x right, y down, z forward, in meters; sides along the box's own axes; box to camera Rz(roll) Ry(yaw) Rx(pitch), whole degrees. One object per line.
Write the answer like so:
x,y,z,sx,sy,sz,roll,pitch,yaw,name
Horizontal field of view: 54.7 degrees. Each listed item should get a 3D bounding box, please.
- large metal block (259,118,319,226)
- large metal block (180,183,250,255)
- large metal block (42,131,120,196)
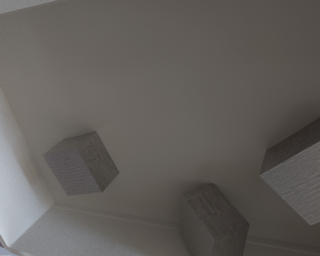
0.169,0.046,0.332,0.080,0.050,0.080,44,129,-3,large metal block
0.068,0.135,0.414,0.080,0.050,0.079,-131,34,-51,large metal block
-0.125,0.058,0.495,0.080,0.050,0.080,-13,112,33,large metal block
